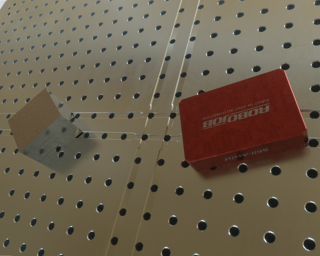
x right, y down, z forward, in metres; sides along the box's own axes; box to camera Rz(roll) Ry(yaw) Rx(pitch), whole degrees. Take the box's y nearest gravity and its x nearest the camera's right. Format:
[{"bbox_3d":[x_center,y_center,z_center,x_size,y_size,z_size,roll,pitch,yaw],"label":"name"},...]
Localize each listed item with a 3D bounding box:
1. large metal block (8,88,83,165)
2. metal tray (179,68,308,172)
[{"bbox_3d":[-0.183,-0.003,0.491,0.080,0.050,0.080,-41,51,0],"label":"large metal block"},{"bbox_3d":[0.091,-0.008,0.362,0.130,0.030,0.090,-17,55,18],"label":"metal tray"}]
